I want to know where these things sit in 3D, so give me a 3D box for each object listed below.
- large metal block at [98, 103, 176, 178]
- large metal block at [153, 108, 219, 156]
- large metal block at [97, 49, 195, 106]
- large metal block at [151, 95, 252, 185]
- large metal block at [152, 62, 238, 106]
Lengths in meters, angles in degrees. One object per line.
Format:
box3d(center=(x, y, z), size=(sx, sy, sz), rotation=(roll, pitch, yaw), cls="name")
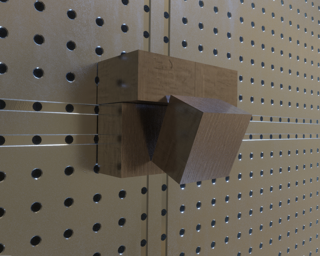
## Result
box3d(center=(-0.026, 0.013, 0.371), size=(0.081, 0.050, 0.079), rotation=(1, 90, -40), cls="large metal block")
box3d(center=(0.037, 0.014, 0.423), size=(0.081, 0.050, 0.079), rotation=(1, 90, -40), cls="large metal block")
box3d(center=(-0.017, -0.052, 0.360), size=(0.081, 0.080, 0.050), rotation=(1, 90, -40), cls="large metal block")
box3d(center=(0.046, 0.011, 0.347), size=(0.081, 0.050, 0.079), rotation=(0, 114, -40), cls="large metal block")
box3d(center=(0.045, -0.051, 0.412), size=(0.081, 0.080, 0.050), rotation=(1, 90, -40), cls="large metal block")
